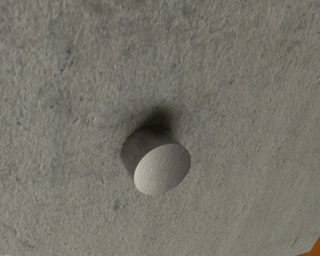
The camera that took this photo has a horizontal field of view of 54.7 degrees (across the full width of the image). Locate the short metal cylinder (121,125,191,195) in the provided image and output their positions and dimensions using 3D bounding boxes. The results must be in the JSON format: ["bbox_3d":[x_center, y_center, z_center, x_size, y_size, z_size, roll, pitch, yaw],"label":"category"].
[{"bbox_3d":[-0.006,0.042,0.415,0.081,0.050,0.079,-14,125,-21],"label":"short metal cylinder"}]
